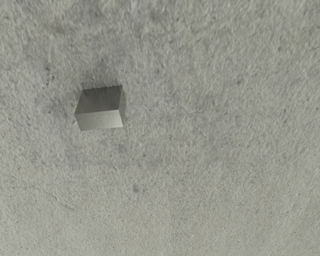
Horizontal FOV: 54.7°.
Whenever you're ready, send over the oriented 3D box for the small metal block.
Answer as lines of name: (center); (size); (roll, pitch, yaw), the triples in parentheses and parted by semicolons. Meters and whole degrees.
small metal block: (-0.069, -0.024, 0.369); (0.050, 0.050, 0.025); (-6, 130, 4)
